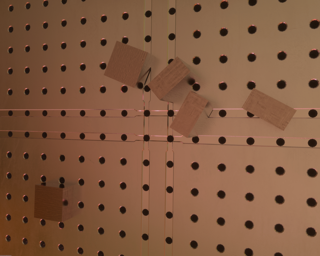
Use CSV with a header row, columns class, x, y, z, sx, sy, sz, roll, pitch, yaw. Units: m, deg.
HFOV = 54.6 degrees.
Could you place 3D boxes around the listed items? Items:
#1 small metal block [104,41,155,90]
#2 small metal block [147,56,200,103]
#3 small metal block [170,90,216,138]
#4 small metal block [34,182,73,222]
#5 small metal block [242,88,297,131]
class,x,y,z,sx,sy,sz,roll,pitch,yaw
small metal block,-0.042,-0.086,0.428,0.050,0.025,0.050,25,98,18
small metal block,0.019,-0.059,0.393,0.050,0.050,0.025,-42,77,15
small metal block,0.042,-0.016,0.385,0.025,0.050,0.050,32,100,17
small metal block,-0.161,0.111,0.470,0.050,0.025,0.050,3,91,20
small metal block,0.125,-0.020,0.355,0.050,0.050,0.025,32,101,17
